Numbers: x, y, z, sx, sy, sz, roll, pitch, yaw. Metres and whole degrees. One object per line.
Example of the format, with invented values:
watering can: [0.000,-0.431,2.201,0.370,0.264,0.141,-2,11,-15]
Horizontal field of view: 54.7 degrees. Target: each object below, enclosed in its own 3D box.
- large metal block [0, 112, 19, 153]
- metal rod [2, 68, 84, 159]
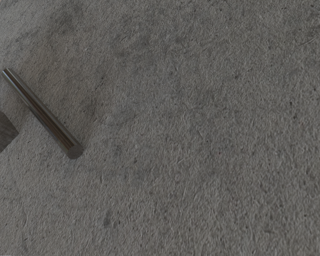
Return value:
large metal block: [-0.304,-0.009,0.530,0.050,0.080,0.080,-49,52,-6]
metal rod: [-0.214,-0.038,0.536,0.025,0.025,0.300,-48,52,-6]
